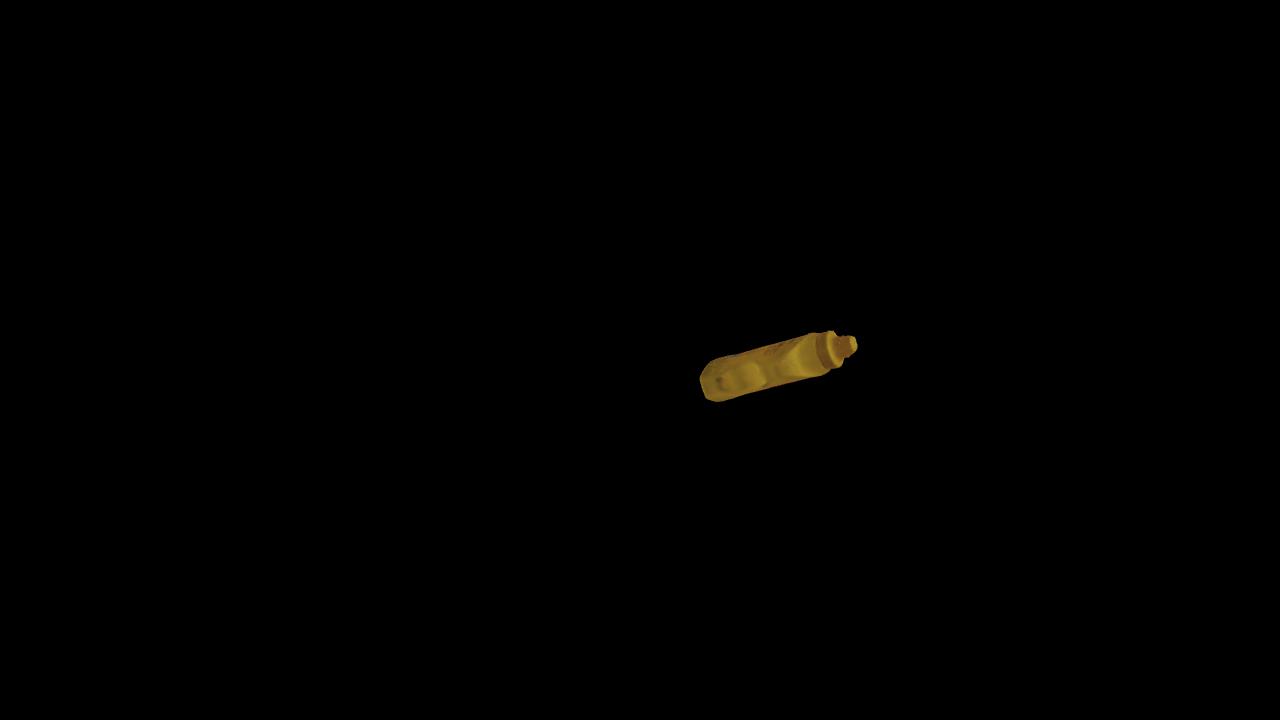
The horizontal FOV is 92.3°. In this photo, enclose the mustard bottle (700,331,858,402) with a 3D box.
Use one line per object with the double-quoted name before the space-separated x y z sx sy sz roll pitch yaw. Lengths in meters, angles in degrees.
"mustard bottle" 0.166 0.003 0.722 0.184 0.054 0.092 -18 -4 39
